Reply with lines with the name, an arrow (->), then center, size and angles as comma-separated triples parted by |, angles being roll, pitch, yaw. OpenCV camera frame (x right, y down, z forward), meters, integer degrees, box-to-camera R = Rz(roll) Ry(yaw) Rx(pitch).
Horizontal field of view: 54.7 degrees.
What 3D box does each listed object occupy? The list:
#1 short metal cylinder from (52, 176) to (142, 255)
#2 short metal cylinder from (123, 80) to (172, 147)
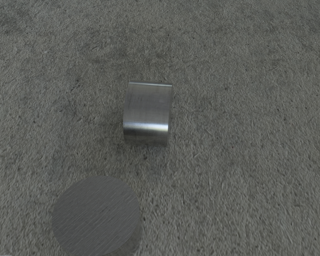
short metal cylinder -> -0.059, 0.095, 0.307 | 0.080, 0.050, 0.080 | 0, 50, 0
short metal cylinder -> -0.012, -0.017, 0.382 | 0.050, 0.080, 0.080 | 5, 50, 4
